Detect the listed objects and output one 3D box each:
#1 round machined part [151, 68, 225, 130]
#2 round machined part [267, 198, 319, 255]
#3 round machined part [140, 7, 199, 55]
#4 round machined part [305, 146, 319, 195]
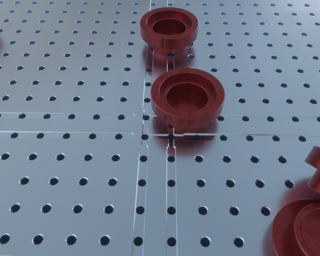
[{"bbox_3d":[0.037,-0.036,0.427,0.099,0.042,0.098,0,50,0],"label":"round machined part"},{"bbox_3d":[0.160,0.113,0.303,0.099,0.042,0.098,0,50,0],"label":"round machined part"},{"bbox_3d":[0.016,-0.164,0.535,0.099,0.042,0.098,0,50,0],"label":"round machined part"},{"bbox_3d":[0.197,0.062,0.323,0.098,0.098,0.042,33,99,25],"label":"round machined part"}]
